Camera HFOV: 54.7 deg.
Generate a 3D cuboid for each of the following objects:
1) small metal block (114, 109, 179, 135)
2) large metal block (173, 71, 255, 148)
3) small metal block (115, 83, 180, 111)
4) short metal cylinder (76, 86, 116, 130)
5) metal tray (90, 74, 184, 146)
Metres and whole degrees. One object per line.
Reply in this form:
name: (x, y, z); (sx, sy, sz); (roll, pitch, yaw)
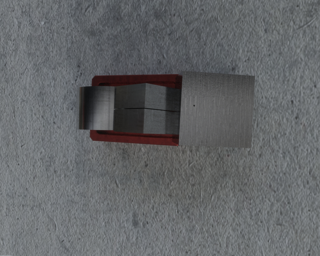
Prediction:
small metal block: (-0.015, -0.007, 0.346); (0.050, 0.050, 0.025); (3, 90, 46)
large metal block: (0.060, -0.020, 0.360); (0.081, 0.050, 0.079); (3, 91, -6)
small metal block: (-0.014, -0.033, 0.346); (0.050, 0.050, 0.025); (3, 90, 46)
short metal cylinder: (-0.063, -0.023, 0.390); (0.080, 0.080, 0.050); (1, 91, 20)
metal tray: (-0.029, -0.025, 0.417); (0.130, 0.030, 0.089); (2, 91, 19)
